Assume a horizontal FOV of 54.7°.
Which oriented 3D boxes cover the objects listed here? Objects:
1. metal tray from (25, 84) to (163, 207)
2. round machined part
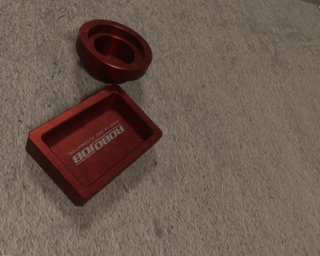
[{"bbox_3d":[-0.070,0.014,0.355,0.090,0.030,0.131,47,51,4],"label":"metal tray"},{"bbox_3d":[-0.063,-0.097,0.412,0.099,0.042,0.098,17,46,-18],"label":"round machined part"}]
